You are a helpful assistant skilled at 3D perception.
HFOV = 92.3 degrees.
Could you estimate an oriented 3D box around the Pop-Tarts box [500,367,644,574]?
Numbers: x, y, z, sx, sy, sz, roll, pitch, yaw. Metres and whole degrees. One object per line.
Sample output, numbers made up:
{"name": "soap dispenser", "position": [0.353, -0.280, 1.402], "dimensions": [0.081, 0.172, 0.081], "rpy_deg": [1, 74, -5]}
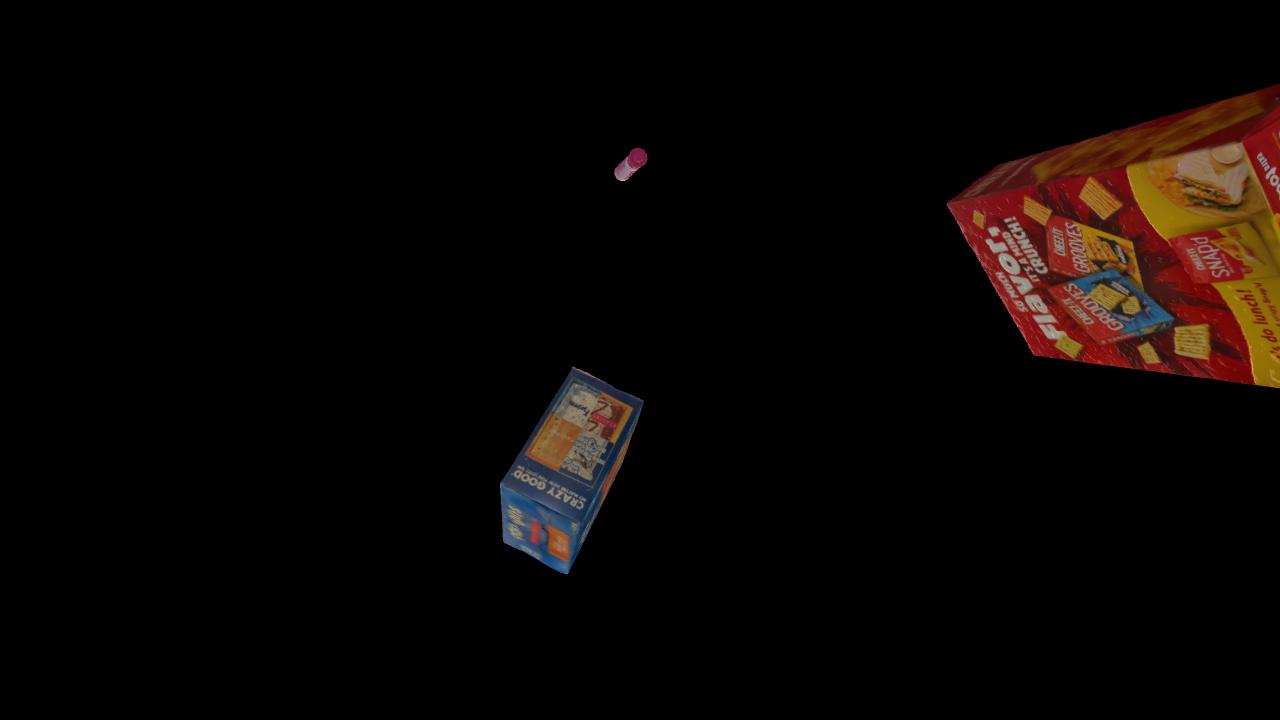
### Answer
{"name": "Pop-Tarts box", "position": [-0.071, 0.117, 0.628], "dimensions": [0.083, 0.141, 0.167], "rpy_deg": [25, -35, 6]}

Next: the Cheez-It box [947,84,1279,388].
{"name": "Cheez-It box", "position": [0.346, -0.073, 0.428], "dimensions": [0.071, 0.166, 0.223], "rpy_deg": [-36, 11, -5]}

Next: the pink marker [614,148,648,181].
{"name": "pink marker", "position": [-0.011, -0.211, 0.666], "dimensions": [0.020, 0.020, 0.121], "rpy_deg": [0, 9, -10]}
